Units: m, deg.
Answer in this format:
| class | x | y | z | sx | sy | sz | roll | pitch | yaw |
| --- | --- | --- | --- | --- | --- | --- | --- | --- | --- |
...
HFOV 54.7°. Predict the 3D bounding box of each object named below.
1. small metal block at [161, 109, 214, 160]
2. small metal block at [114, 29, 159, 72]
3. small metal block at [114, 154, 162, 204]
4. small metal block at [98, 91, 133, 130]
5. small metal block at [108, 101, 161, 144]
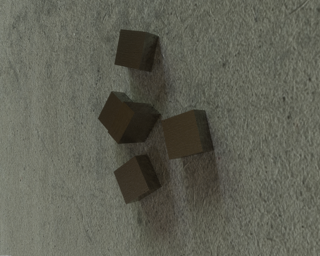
| class | x | y | z | sx | sy | sz | roll | pitch | yaw |
| --- | --- | --- | --- | --- | --- | --- | --- | --- | --- |
| small metal block | 0.033 | 0.009 | 0.378 | 0.050 | 0.025 | 0.050 | -19 | 78 | 38 |
| small metal block | -0.034 | -0.108 | 0.433 | 0.050 | 0.025 | 0.050 | 19 | 102 | 38 |
| small metal block | -0.032 | 0.071 | 0.432 | 0.050 | 0.025 | 0.050 | -38 | 67 | 33 |
| small metal block | -0.058 | -0.018 | 0.453 | 0.050 | 0.025 | 0.050 | 46 | 117 | 30 |
| small metal block | -0.034 | -0.007 | 0.417 | 0.025 | 0.050 | 0.050 | 45 | 117 | 31 |
